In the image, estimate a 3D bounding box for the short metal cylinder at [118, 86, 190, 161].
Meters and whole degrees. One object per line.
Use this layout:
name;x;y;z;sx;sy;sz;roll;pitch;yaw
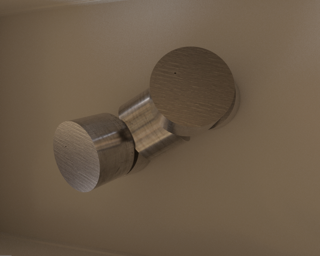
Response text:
short metal cylinder;-0.006;-0.007;0.381;0.050;0.080;0.080;-31;80;17

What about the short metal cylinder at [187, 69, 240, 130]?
short metal cylinder;0.054;-0.037;0.376;0.080;0.050;0.079;0;90;19

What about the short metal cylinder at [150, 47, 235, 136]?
short metal cylinder;0.030;-0.035;0.315;0.081;0.050;0.080;1;78;-2

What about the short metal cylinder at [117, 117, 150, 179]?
short metal cylinder;-0.055;0.025;0.414;0.080;0.050;0.079;0;90;19

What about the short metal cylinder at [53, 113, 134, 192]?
short metal cylinder;-0.076;0.026;0.353;0.080;0.050;0.079;12;110;37
